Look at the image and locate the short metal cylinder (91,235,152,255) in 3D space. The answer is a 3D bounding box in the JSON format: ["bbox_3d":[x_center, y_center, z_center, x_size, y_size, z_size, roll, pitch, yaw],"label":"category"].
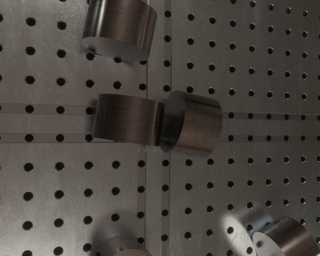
[{"bbox_3d":[-0.045,0.181,0.384,0.081,0.050,0.079,0,90,-21],"label":"short metal cylinder"}]

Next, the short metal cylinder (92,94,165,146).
[{"bbox_3d":[-0.037,-0.008,0.371,0.081,0.080,0.050,9,87,-20],"label":"short metal cylinder"}]

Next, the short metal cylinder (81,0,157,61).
[{"bbox_3d":[-0.048,-0.116,0.366,0.081,0.080,0.050,12,86,-20],"label":"short metal cylinder"}]

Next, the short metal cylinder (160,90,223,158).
[{"bbox_3d":[0.037,-0.004,0.398,0.050,0.080,0.080,11,86,-20],"label":"short metal cylinder"}]

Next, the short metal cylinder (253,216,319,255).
[{"bbox_3d":[0.183,0.177,0.453,0.050,0.080,0.080,-24,98,-19],"label":"short metal cylinder"}]
